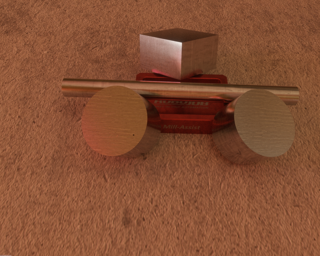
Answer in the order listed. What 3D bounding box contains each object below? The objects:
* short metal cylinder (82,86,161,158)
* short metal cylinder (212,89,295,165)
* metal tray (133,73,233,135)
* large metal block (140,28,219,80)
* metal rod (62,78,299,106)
[{"bbox_3d":[-0.044,-0.005,0.369,0.080,0.050,0.080,-3,81,17],"label":"short metal cylinder"},{"bbox_3d":[0.110,0.000,0.368,0.081,0.050,0.080,6,72,-18],"label":"short metal cylinder"},{"bbox_3d":[0.030,-0.036,0.432,0.131,0.030,0.090,2,50,1],"label":"metal tray"},{"bbox_3d":[0.028,-0.112,0.455,0.080,0.050,0.081,24,36,39],"label":"large metal block"},{"bbox_3d":[0.025,-0.048,0.406,0.302,0.025,0.025,2,50,2],"label":"metal rod"}]
